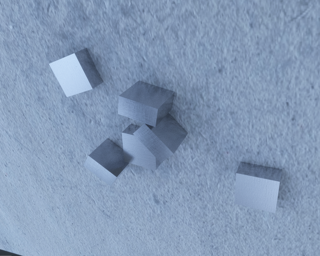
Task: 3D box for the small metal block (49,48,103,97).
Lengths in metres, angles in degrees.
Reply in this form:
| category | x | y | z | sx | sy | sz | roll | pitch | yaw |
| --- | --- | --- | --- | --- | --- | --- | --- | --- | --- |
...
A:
| category | x | y | z | sx | sy | sz | roll | pitch | yaw |
| --- | --- | --- | --- | --- | --- | --- | --- | --- | --- |
| small metal block | -0.113 | -0.074 | 0.419 | 0.050 | 0.025 | 0.050 | -11 | 113 | 32 |

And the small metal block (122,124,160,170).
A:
| category | x | y | z | sx | sy | sz | roll | pitch | yaw |
| --- | --- | --- | --- | --- | --- | --- | --- | --- | --- |
| small metal block | -0.024 | 0.026 | 0.434 | 0.050 | 0.025 | 0.050 | 12 | 124 | 21 |

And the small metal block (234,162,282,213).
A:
| category | x | y | z | sx | sy | sz | roll | pitch | yaw |
| --- | --- | --- | --- | --- | --- | --- | --- | --- | --- |
| small metal block | 0.122 | 0.074 | 0.388 | 0.050 | 0.025 | 0.050 | 9 | 122 | 23 |

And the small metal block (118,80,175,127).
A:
| category | x | y | z | sx | sy | sz | roll | pitch | yaw |
| --- | --- | --- | --- | --- | --- | --- | --- | --- | --- |
| small metal block | -0.016 | -0.031 | 0.379 | 0.050 | 0.050 | 0.025 | 20 | 126 | 16 |

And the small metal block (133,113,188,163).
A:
| category | x | y | z | sx | sy | sz | roll | pitch | yaw |
| --- | --- | --- | --- | --- | --- | --- | --- | --- | --- |
| small metal block | 0.002 | 0.007 | 0.393 | 0.050 | 0.050 | 0.025 | 47 | 129 | -5 |

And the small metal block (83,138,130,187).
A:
| category | x | y | z | sx | sy | sz | roll | pitch | yaw |
| --- | --- | --- | --- | --- | --- | --- | --- | --- | --- |
| small metal block | -0.075 | 0.050 | 0.459 | 0.050 | 0.050 | 0.025 | 37 | 129 | 3 |
